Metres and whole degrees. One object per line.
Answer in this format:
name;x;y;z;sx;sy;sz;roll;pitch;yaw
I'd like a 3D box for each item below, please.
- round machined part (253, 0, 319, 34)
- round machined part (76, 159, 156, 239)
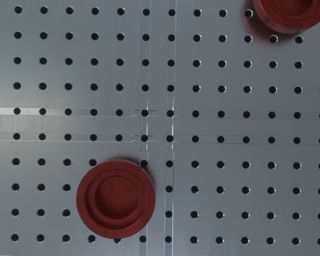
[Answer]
round machined part;0.170;-0.171;0.406;0.099;0.042;0.097;0;90;0
round machined part;-0.055;0.089;0.405;0.099;0.042;0.097;0;90;0
